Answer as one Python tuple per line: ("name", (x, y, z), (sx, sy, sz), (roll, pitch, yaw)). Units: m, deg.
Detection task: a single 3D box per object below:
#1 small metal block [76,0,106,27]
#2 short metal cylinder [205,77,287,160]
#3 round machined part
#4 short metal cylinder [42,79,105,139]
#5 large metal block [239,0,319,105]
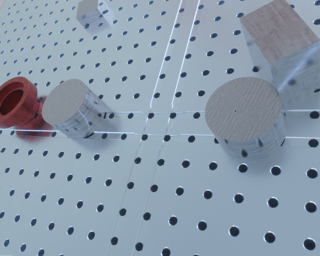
("small metal block", (-0.140, -0.239, 0.629), (0.050, 0.025, 0.050), (-16, 55, 19))
("short metal cylinder", (0.097, -0.010, 0.348), (0.080, 0.050, 0.080), (-13, 56, 21))
("round machined part", (-0.260, -0.041, 0.560), (0.098, 0.042, 0.098), (-13, 56, 21))
("short metal cylinder", (-0.133, -0.029, 0.480), (0.080, 0.050, 0.080), (-13, 56, 21))
("large metal block", (0.138, -0.085, 0.353), (0.050, 0.080, 0.080), (-26, 53, 13))
